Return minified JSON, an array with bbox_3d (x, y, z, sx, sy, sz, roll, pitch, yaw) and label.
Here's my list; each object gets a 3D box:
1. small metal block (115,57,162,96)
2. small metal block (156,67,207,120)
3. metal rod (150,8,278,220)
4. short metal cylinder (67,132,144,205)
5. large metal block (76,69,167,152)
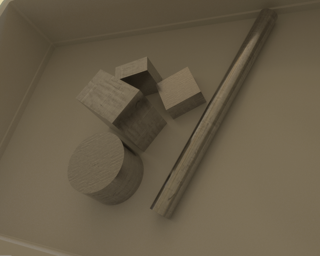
[{"bbox_3d":[-0.030,-0.070,0.447,0.050,0.050,0.025,-15,56,20],"label":"small metal block"},{"bbox_3d":[0.028,-0.047,0.419,0.050,0.025,0.050,-28,52,10],"label":"small metal block"},{"bbox_3d":[0.074,-0.029,0.383,0.025,0.025,0.300,20,72,35],"label":"metal rod"},{"bbox_3d":[-0.068,0.052,0.392,0.080,0.050,0.080,-13,56,20],"label":"short metal cylinder"},{"bbox_3d":[-0.049,-0.023,0.409,0.080,0.080,0.050,31,79,37],"label":"large metal block"}]
